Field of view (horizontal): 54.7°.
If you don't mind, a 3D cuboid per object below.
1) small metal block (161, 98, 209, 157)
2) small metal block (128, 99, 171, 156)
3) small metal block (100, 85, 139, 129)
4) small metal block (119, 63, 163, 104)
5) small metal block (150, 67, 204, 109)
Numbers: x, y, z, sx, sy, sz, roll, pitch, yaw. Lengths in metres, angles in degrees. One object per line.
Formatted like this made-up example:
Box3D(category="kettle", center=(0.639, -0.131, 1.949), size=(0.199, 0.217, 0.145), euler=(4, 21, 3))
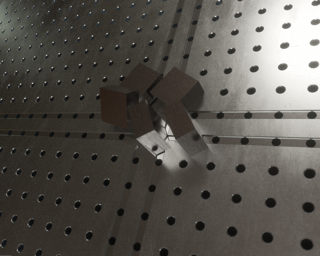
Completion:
Box3D(category="small metal block", center=(0.031, 0.000, 0.375), size=(0.025, 0.050, 0.050), euler=(-30, 52, 9))
Box3D(category="small metal block", center=(-0.013, 0.000, 0.398), size=(0.025, 0.050, 0.050), euler=(-26, 53, 12))
Box3D(category="small metal block", center=(-0.057, -0.031, 0.438), size=(0.050, 0.050, 0.025), euler=(15, 25, 34))
Box3D(category="small metal block", center=(-0.026, -0.063, 0.459), size=(0.050, 0.025, 0.050), euler=(35, 81, 38))
Box3D(category="small metal block", center=(0.023, -0.050, 0.426), size=(0.050, 0.025, 0.050), euler=(-47, 52, -5))
